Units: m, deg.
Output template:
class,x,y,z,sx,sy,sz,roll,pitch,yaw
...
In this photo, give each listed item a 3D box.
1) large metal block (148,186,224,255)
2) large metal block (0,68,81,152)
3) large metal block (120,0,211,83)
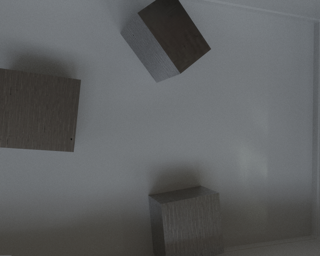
class,x,y,z,sx,sy,sz,roll,pitch,yaw
large metal block,0.034,0.127,0.411,0.081,0.050,0.079,-6,92,-20
large metal block,-0.136,-0.017,0.347,0.081,0.050,0.080,6,88,-20
large metal block,0.004,-0.108,0.384,0.050,0.080,0.080,-41,103,-16
